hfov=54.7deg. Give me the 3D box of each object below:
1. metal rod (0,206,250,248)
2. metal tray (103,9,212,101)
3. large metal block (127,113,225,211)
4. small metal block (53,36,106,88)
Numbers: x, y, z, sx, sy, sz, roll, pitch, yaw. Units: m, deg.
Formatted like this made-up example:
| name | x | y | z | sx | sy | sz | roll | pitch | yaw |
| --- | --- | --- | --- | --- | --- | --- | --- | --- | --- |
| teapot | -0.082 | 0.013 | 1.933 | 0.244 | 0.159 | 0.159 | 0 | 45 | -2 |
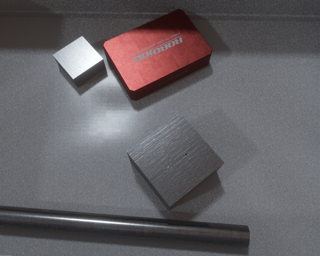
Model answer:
| name | x | y | z | sx | sy | sz | roll | pitch | yaw |
| --- | --- | --- | --- | --- | --- | --- | --- | --- | --- |
| metal rod | -0.048 | 0.116 | 0.366 | 0.302 | 0.025 | 0.025 | 4 | 70 | 1 |
| metal tray | -0.003 | -0.107 | 0.446 | 0.131 | 0.030 | 0.090 | -28 | 73 | -10 |
| large metal block | 0.018 | 0.042 | 0.381 | 0.080 | 0.050 | 0.080 | -36 | 74 | -13 |
| small metal block | -0.115 | -0.095 | 0.443 | 0.050 | 0.025 | 0.050 | -38 | 75 | -13 |
